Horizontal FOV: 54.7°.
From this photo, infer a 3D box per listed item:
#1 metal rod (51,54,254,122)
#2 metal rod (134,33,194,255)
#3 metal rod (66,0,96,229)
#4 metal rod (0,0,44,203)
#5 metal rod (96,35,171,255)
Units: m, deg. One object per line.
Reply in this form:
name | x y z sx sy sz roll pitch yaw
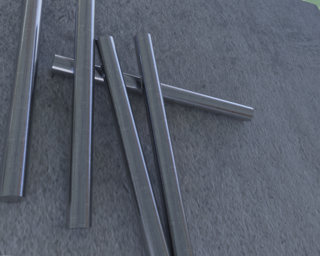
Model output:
metal rod | 0.005 -0.051 0.439 0.302 0.025 0.025 12 57 -22
metal rod | 0.001 0.015 0.375 0.025 0.025 0.299 1 68 -28
metal rod | -0.088 -0.041 0.356 0.025 0.025 0.299 7 67 -25
metal rod | -0.155 -0.064 0.359 0.025 0.025 0.299 7 59 -25
metal rod | -0.032 0.027 0.352 0.025 0.025 0.299 -5 70 -31
